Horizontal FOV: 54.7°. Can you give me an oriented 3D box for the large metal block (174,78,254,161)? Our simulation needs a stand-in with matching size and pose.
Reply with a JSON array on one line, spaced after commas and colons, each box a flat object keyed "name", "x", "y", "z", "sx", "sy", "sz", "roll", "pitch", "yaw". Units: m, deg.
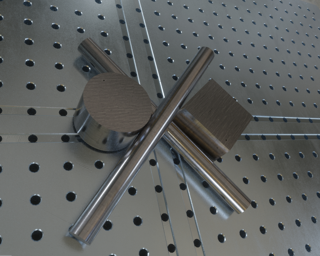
[{"name": "large metal block", "x": 0.069, "y": -0.010, "z": 0.430, "sx": 0.080, "sy": 0.050, "sz": 0.080, "roll": 44, "pitch": 51, "yaw": 2}]

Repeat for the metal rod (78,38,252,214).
[{"name": "metal rod", "x": 0.004, "y": -0.005, "z": 0.408, "sx": 0.300, "sy": 0.025, "sz": 0.025, "roll": 46, "pitch": 51, "yaw": 3}]

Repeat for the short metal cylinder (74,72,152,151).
[{"name": "short metal cylinder", "x": -0.057, "y": -0.019, "z": 0.368, "sx": 0.081, "sy": 0.050, "sz": 0.080, "roll": 14, "pitch": 56, "yaw": -21}]

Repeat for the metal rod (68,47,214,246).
[{"name": "metal rod", "x": -0.005, "y": -0.001, "z": 0.374, "sx": 0.025, "sy": 0.025, "sz": 0.301, "roll": 37, "pitch": 59, "yaw": -4}]
